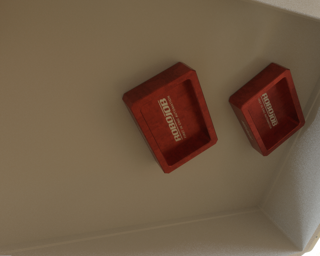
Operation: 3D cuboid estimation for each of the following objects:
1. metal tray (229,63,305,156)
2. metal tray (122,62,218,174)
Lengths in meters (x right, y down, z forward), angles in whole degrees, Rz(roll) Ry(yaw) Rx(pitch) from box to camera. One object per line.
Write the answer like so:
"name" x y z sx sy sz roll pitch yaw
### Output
"metal tray" 0.170 -0.025 0.482 0.090 0.030 0.130 -40 130 -2
"metal tray" 0.018 -0.009 0.409 0.090 0.030 0.130 -32 129 -8
